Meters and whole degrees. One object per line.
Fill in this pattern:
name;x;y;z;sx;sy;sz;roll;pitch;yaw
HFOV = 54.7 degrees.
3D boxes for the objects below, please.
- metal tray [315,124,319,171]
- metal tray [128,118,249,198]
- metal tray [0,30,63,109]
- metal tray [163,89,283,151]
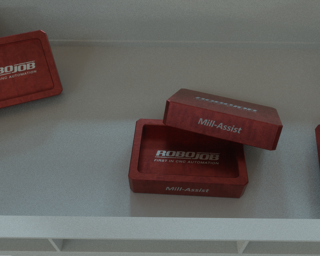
metal tray;0.224;0.037;0.334;0.030;0.090;0.130;36;47;-22
metal tray;0.033;0.034;0.373;0.131;0.030;0.090;3;50;2
metal tray;-0.211;-0.076;0.426;0.131;0.089;0.030;-16;13;-13
metal tray;0.078;-0.015;0.386;0.131;0.030;0.090;14;19;11
